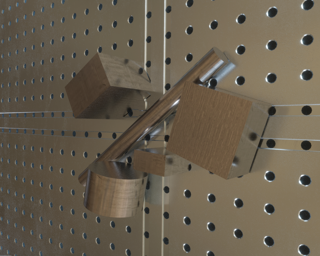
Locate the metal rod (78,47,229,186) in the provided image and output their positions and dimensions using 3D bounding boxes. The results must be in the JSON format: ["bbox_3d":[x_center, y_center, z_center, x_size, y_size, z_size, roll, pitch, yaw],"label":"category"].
[{"bbox_3d":[-0.027,0.001,0.428,0.299,0.025,0.025,-41,65,32],"label":"metal rod"}]

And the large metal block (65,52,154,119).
[{"bbox_3d":[-0.070,-0.054,0.430,0.080,0.081,0.050,-35,69,34],"label":"large metal block"}]

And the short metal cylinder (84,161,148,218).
[{"bbox_3d":[-0.059,0.080,0.419,0.080,0.081,0.050,15,100,38],"label":"short metal cylinder"}]

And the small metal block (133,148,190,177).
[{"bbox_3d":[0.003,0.041,0.389,0.050,0.050,0.025,7,95,39],"label":"small metal block"}]

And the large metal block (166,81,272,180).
[{"bbox_3d":[0.062,0.000,0.337,0.080,0.050,0.079,25,105,37],"label":"large metal block"}]
